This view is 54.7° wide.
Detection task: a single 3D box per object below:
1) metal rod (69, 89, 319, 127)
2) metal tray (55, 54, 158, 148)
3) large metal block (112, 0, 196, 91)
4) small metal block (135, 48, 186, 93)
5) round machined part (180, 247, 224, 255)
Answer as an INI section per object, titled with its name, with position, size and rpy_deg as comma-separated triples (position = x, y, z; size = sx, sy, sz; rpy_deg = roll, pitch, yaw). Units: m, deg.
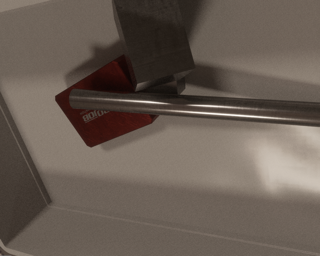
[metal rod]
position = 0.038, -0.024, 0.346
size = 0.301, 0.025, 0.025
rpy_deg = 5, 121, 15
[metal tray]
position = -0.073, -0.032, 0.422
size = 0.130, 0.030, 0.090
rpy_deg = -21, 108, 35
[large metal block]
position = -0.009, -0.082, 0.292
size = 0.050, 0.080, 0.080
rpy_deg = -16, 94, -5
[small metal block]
position = 0.000, -0.067, 0.366
size = 0.050, 0.025, 0.050
rpy_deg = 7, 122, 24
[round machined part]
position = 0.076, 0.234, 0.504
size = 0.098, 0.042, 0.097
rpy_deg = 13, 124, 20
